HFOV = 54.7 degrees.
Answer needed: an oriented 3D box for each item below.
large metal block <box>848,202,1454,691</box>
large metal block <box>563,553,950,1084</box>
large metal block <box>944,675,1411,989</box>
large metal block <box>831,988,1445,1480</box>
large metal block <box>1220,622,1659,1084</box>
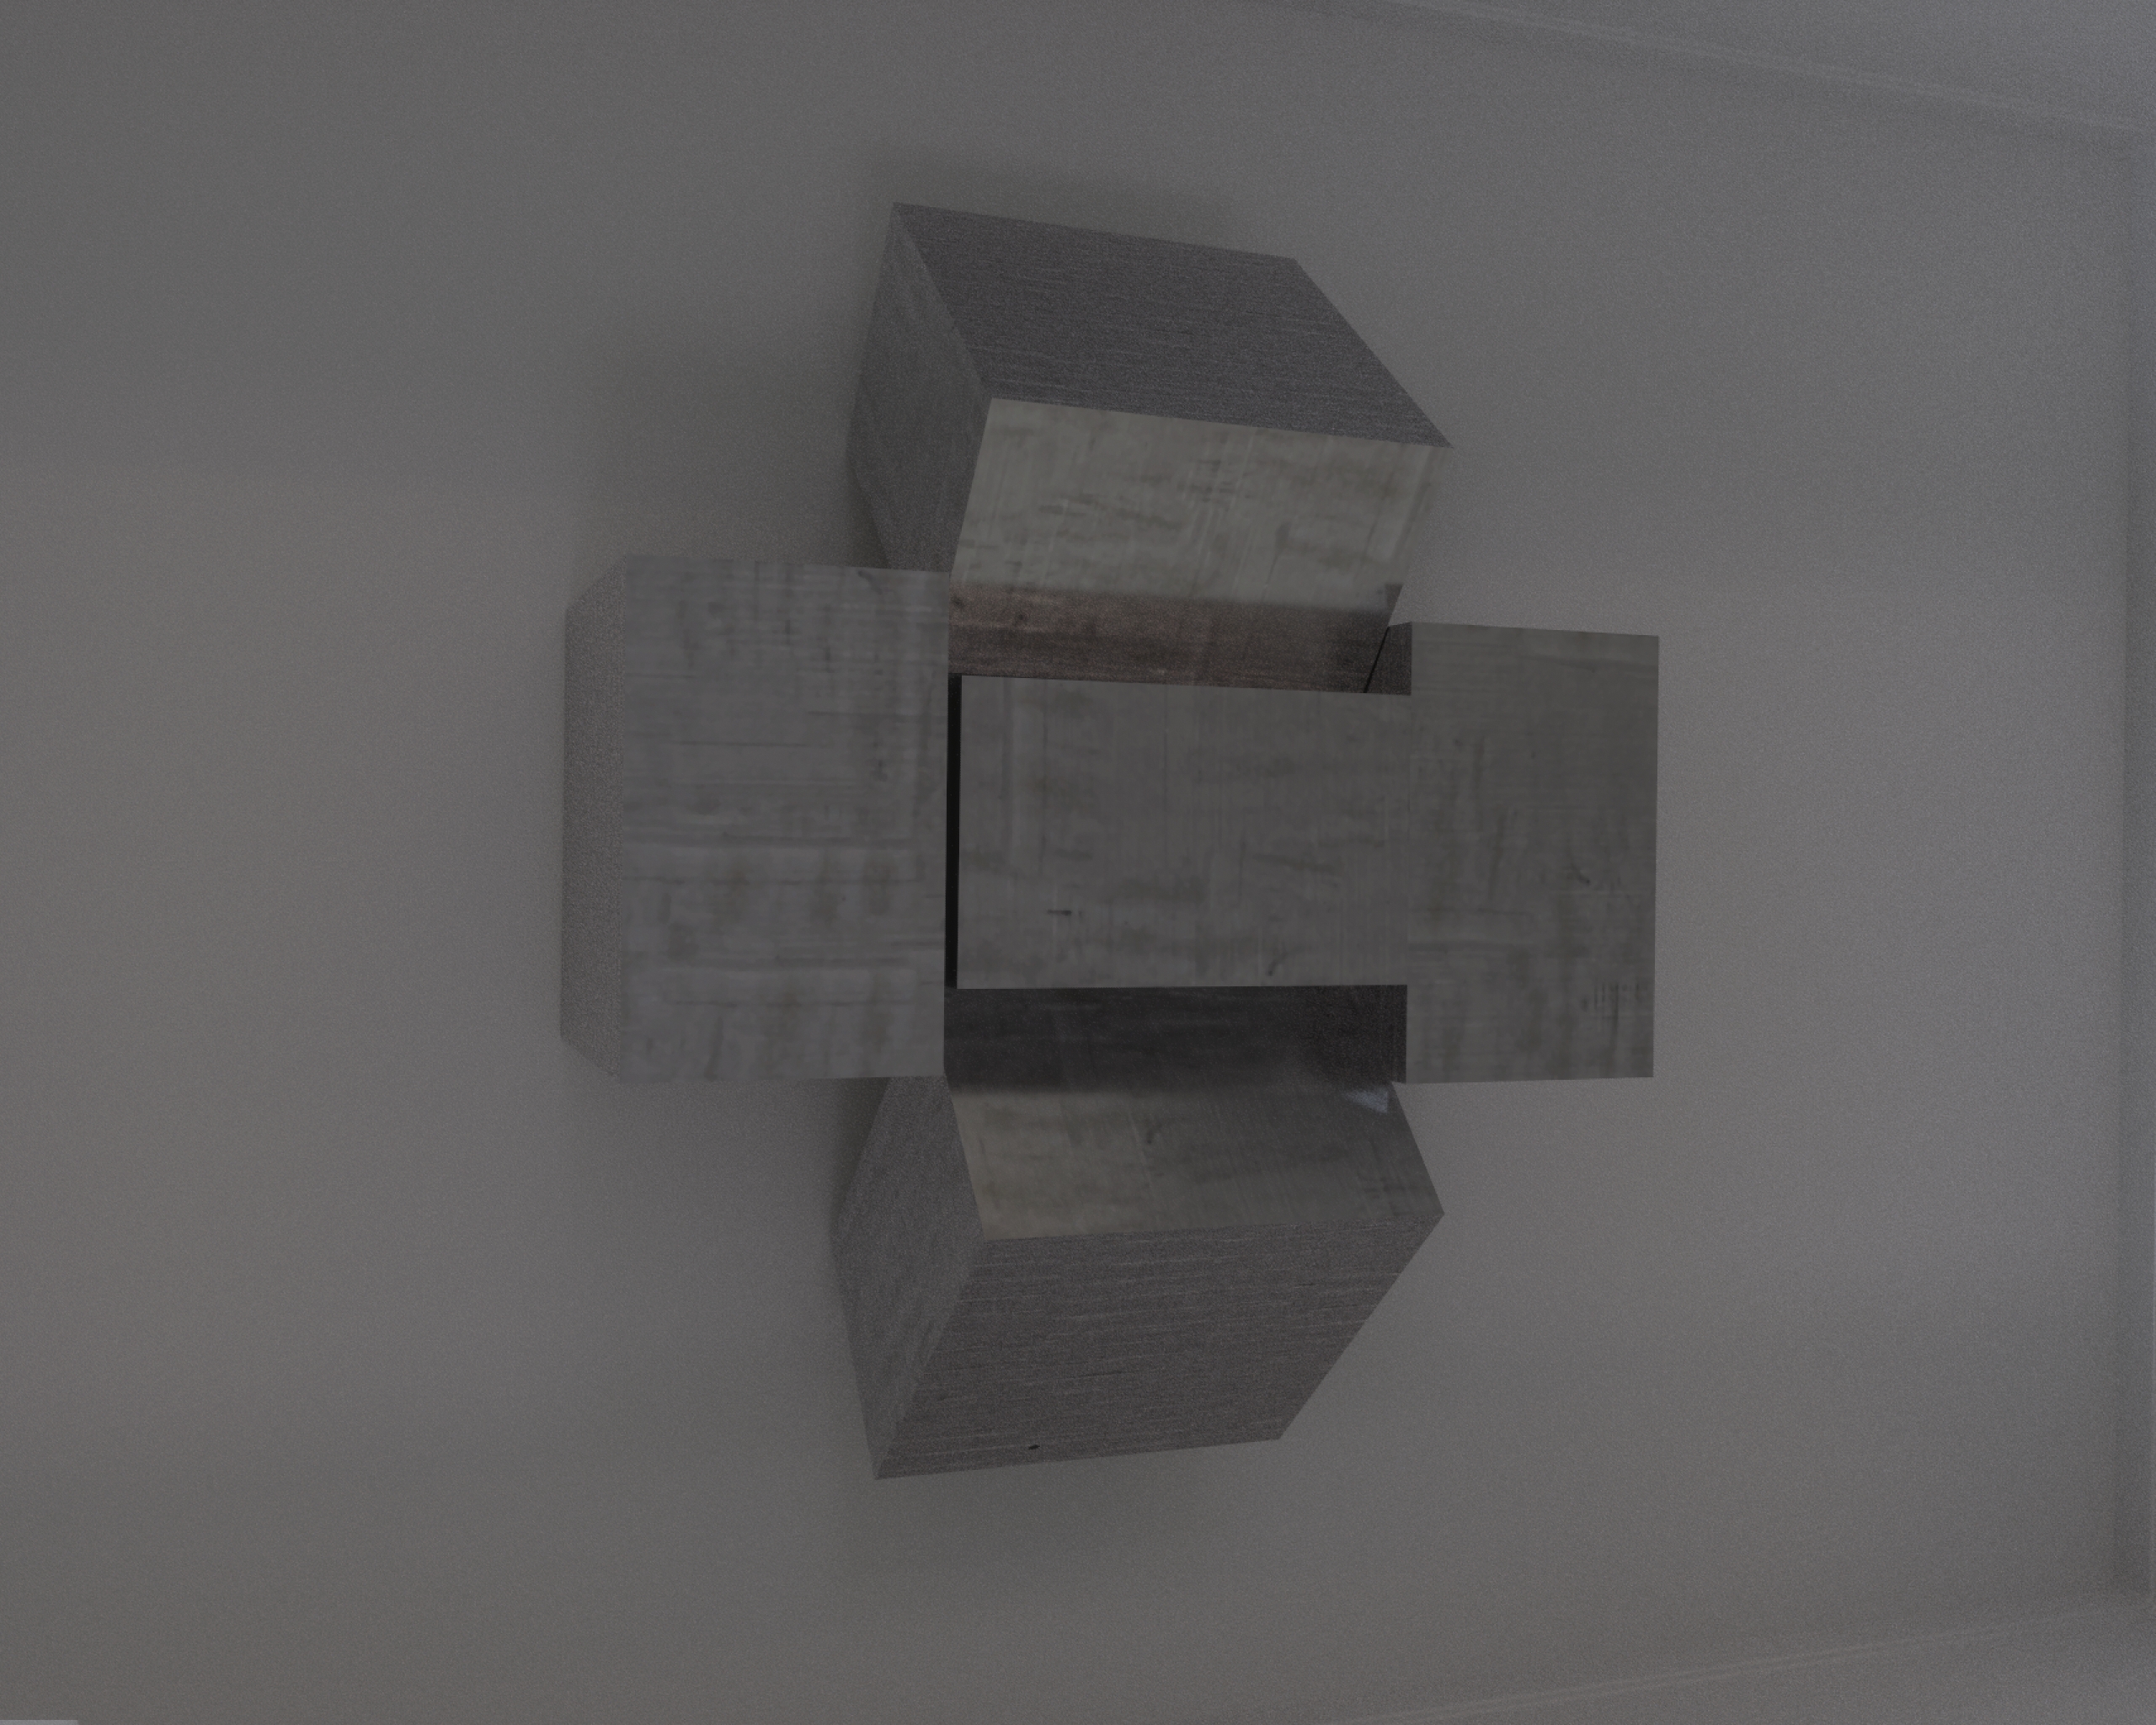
[{"bbox_3d":[0.009,-0.075,0.376,0.081,0.080,0.050,2,127,-20],"label":"large metal block"},{"bbox_3d":[-0.058,-0.007,0.359,0.050,0.080,0.080,1,90,-20],"label":"large metal block"},{"bbox_3d":[0.005,-0.005,0.382,0.081,0.080,0.050,1,90,-20],"label":"large metal block"},{"bbox_3d":[0.007,0.066,0.375,0.081,0.079,0.050,1,48,-21],"label":"large metal block"},{"bbox_3d":[0.067,-0.002,0.405,0.050,0.080,0.080,1,90,-20],"label":"large metal block"}]
